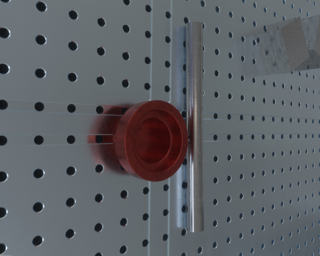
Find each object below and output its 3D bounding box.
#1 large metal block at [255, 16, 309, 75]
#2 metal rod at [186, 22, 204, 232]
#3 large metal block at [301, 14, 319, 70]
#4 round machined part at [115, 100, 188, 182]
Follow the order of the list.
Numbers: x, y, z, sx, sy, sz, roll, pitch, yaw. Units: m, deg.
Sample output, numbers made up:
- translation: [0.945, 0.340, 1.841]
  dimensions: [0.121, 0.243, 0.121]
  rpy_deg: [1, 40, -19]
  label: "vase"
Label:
- translation: [0.233, -0.155, 0.588]
  dimensions: [0.081, 0.050, 0.080]
  rpy_deg: [-35, 112, -34]
  label: "large metal block"
- translation: [0.051, -0.001, 0.451]
  dimensions: [0.025, 0.025, 0.298]
  rpy_deg: [-1, 91, -40]
  label: "metal rod"
- translation: [0.330, -0.182, 0.669]
  dimensions: [0.080, 0.050, 0.080]
  rpy_deg: [24, 75, -38]
  label: "large metal block"
- translation: [-0.014, 0.015, 0.386]
  dimensions: [0.099, 0.042, 0.097]
  rpy_deg: [0, 90, -40]
  label: "round machined part"
